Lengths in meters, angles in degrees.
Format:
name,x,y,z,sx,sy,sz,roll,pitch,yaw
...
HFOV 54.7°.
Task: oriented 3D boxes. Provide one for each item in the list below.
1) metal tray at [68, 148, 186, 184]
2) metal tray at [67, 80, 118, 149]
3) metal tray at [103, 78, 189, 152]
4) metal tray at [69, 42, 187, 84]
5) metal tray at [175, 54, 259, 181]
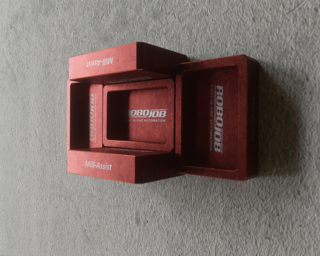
name,x,y,z,sx,sy,sz,roll,pitch,yaw
metal tray,-0.044,0.043,0.396,0.130,0.091,0.030,1,91,39
metal tray,-0.108,-0.017,0.490,0.090,0.030,0.129,1,90,39
metal tray,-0.024,-0.017,0.420,0.130,0.030,0.089,1,91,39
metal tray,-0.042,-0.077,0.397,0.130,0.091,0.030,1,91,39
metal tray,0.062,-0.011,0.350,0.090,0.030,0.129,1,90,39
